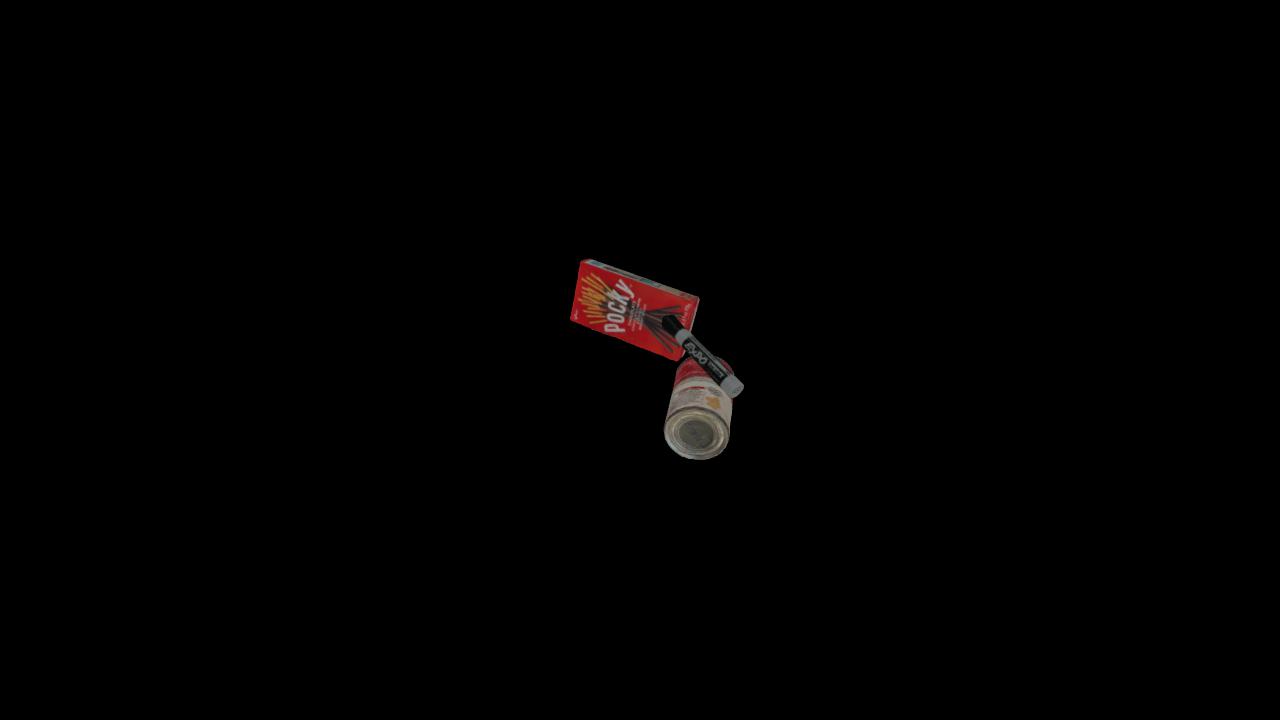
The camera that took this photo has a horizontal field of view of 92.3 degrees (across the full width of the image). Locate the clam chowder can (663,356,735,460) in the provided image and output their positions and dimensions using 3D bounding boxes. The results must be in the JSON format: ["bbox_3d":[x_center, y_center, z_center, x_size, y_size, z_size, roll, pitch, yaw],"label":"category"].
[{"bbox_3d":[0.064,0.048,0.648,0.068,0.068,0.102,0,31,13],"label":"clam chowder can"}]

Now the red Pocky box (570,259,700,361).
[{"bbox_3d":[-0.010,-0.062,0.756,0.155,0.083,0.028,21,29,16],"label":"red Pocky box"}]

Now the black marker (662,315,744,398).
[{"bbox_3d":[0.062,-0.007,0.640,0.020,0.020,0.121,0,40,-48],"label":"black marker"}]
